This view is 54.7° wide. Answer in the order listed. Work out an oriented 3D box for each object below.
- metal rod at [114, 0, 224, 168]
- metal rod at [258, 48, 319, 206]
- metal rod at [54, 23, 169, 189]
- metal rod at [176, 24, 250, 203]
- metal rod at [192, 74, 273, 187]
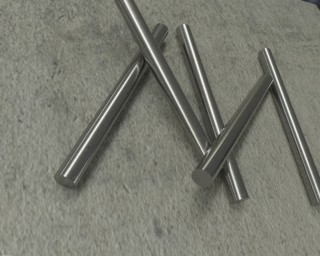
[{"bbox_3d":[0.005,-0.075,0.426,0.025,0.025,0.299,-23,83,-37],"label":"metal rod"},{"bbox_3d":[0.224,-0.017,0.537,0.025,0.025,0.299,6,59,-26],"label":"metal rod"},{"bbox_3d":[-0.048,-0.052,0.410,0.025,0.025,0.301,32,51,-8],"label":"metal rod"},{"bbox_3d":[0.072,-0.037,0.466,0.025,0.025,0.299,1,62,-28],"label":"metal rod"},{"bbox_3d":[0.120,-0.016,0.454,0.025,0.025,0.302,44,43,2],"label":"metal rod"}]
